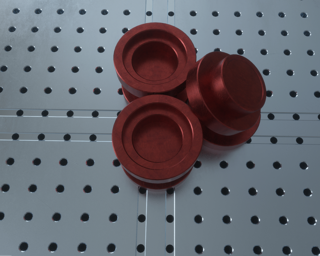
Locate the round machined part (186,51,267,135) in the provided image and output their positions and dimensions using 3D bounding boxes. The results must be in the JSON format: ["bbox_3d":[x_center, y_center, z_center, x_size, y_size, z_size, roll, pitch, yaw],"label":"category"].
[{"bbox_3d":[0.081,-0.044,0.352,0.099,0.042,0.098,12,66,-30],"label":"round machined part"}]

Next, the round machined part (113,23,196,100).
[{"bbox_3d":[-0.006,-0.078,0.386,0.099,0.042,0.098,0,70,0],"label":"round machined part"}]

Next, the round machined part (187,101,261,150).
[{"bbox_3d":[0.085,-0.023,0.412,0.099,0.042,0.098,0,70,0],"label":"round machined part"}]

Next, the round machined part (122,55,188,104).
[{"bbox_3d":[-0.004,-0.064,0.427,0.099,0.042,0.098,0,70,0],"label":"round machined part"}]

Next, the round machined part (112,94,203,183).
[{"bbox_3d":[-0.003,0.014,0.352,0.099,0.042,0.098,0,70,0],"label":"round machined part"}]

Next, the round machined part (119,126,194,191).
[{"bbox_3d":[-0.003,0.029,0.393,0.099,0.042,0.098,0,70,0],"label":"round machined part"}]
